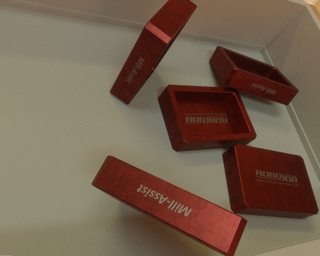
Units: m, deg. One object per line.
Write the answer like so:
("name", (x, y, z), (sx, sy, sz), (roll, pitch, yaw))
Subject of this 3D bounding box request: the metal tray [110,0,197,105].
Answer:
("metal tray", (-0.011, -0.097, 0.393), (0.030, 0.129, 0.090), (36, 51, -5))

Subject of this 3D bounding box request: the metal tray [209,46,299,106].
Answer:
("metal tray", (0.157, -0.089, 0.522), (0.131, 0.030, 0.090), (14, 33, -21))

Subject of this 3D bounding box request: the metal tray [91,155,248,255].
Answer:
("metal tray", (0.010, 0.076, 0.291), (0.130, 0.090, 0.030), (22, 73, 18))

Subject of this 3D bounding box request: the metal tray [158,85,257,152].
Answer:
("metal tray", (0.070, -0.016, 0.451), (0.131, 0.030, 0.090), (-2, 63, -29))

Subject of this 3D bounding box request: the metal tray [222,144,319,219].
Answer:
("metal tray", (0.157, 0.077, 0.442), (0.131, 0.030, 0.090), (11, 57, -23))
